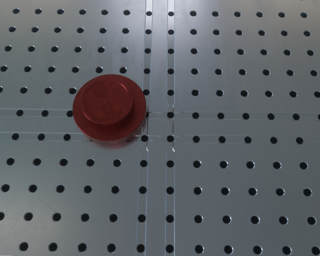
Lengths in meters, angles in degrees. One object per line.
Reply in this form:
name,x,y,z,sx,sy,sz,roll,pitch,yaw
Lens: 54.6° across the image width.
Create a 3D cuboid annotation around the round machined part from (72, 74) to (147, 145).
round machined part,-0.068,-0.030,0.413,0.099,0.042,0.098,0,70,0
